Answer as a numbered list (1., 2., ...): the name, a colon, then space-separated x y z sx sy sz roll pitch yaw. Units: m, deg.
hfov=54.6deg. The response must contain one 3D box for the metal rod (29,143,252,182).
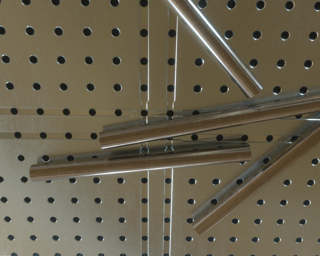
1. metal rod: -0.027 0.048 0.430 0.301 0.025 0.025 -6 110 2

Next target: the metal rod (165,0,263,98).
1. metal rod: 0.019 -0.150 0.358 0.025 0.025 0.300 -41 105 13

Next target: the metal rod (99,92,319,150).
1. metal rod: 0.070 -0.009 0.410 0.301 0.025 0.025 -10 110 3

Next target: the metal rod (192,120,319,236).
1. metal rod: 0.164 0.054 0.434 0.299 0.025 0.025 -43 105 14
